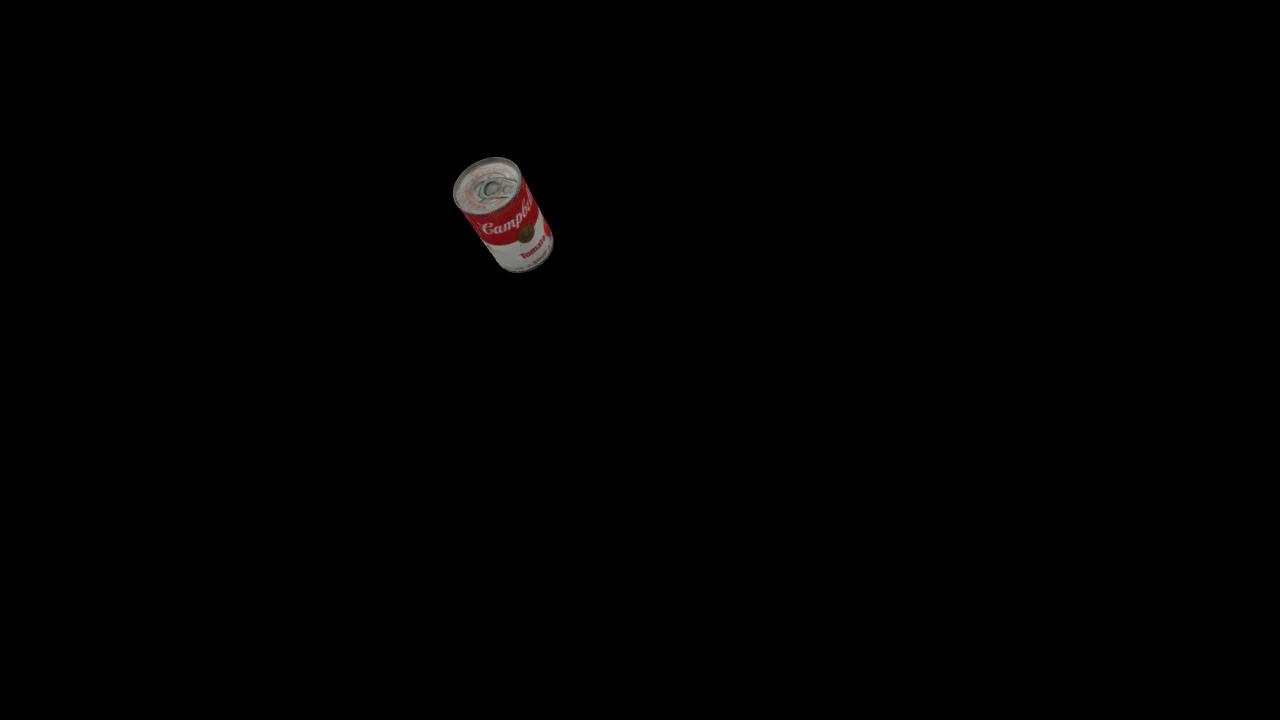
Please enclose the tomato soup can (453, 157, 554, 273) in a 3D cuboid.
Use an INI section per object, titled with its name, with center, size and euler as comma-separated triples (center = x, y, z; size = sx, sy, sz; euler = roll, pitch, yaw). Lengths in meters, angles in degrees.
[tomato soup can]
center = -0.132, -0.140, 0.609
size = 0.068, 0.068, 0.101
euler = 0, -25, 11
